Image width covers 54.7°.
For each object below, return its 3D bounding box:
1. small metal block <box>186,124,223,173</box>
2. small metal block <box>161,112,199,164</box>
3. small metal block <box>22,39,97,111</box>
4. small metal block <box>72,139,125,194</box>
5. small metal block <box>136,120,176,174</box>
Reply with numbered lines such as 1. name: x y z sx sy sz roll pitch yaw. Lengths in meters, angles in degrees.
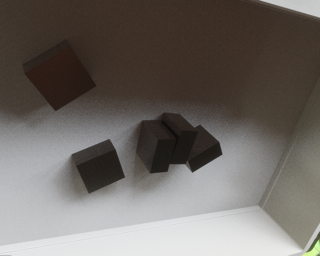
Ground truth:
1. small metal block: 0.051 0.028 0.438 0.050 0.050 0.025 -30 128 -10
2. small metal block: 0.020 0.013 0.411 0.025 0.050 0.050 4 116 -31
3. small metal block: -0.103 -0.054 0.319 0.050 0.025 0.050 -34 129 -6
4. small metal block: -0.078 0.049 0.396 0.050 0.025 0.050 -23 127 -15
5. small metal block: -0.007 0.023 0.403 0.025 0.050 0.050 -1 119 -28
